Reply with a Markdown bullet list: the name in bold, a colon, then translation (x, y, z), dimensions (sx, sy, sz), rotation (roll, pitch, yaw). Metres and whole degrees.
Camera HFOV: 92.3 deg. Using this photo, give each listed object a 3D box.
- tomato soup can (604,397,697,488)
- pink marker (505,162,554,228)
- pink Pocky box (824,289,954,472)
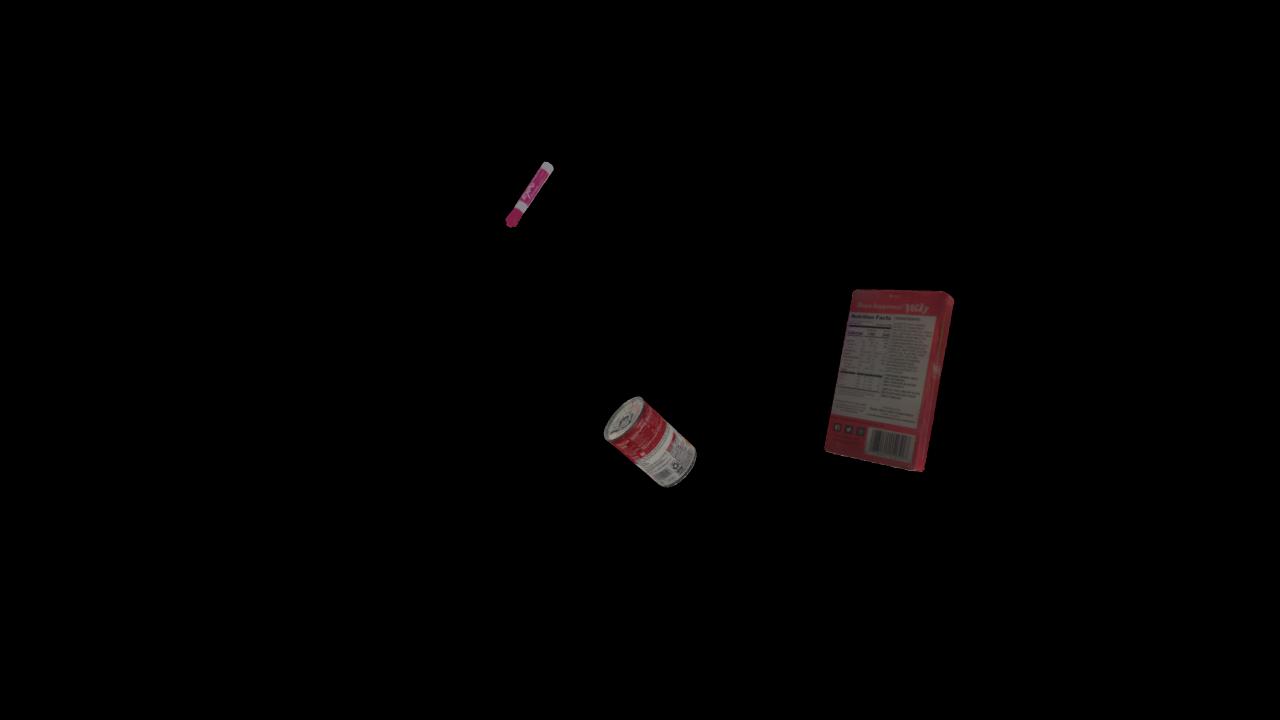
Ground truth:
- **tomato soup can**: translation (0.014, 0.102, 0.761), dimensions (0.101, 0.068, 0.068), rotation (43, -18, -20)
- **pink marker**: translation (-0.168, -0.249, 0.929), dimensions (0.020, 0.121, 0.020), rotation (25, -19, 9)
- **pink Pocky box**: translation (0.220, 0.015, 0.548), dimensions (0.084, 0.155, 0.029), rotation (8, -4, 45)
